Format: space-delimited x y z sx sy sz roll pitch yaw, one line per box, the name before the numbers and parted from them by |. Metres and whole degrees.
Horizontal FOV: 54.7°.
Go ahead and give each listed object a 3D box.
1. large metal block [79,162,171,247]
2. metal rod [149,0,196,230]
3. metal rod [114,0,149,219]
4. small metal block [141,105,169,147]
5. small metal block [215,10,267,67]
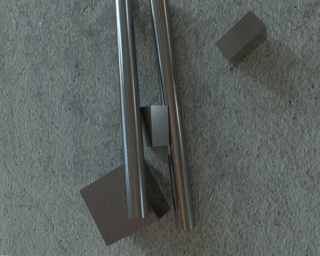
large metal block | -0.045 0.096 0.411 0.080 0.050 0.080 -32 80 17
metal rod | 0.016 -0.021 0.402 0.025 0.025 0.298 -8 88 19
metal rod | -0.038 -0.041 0.391 0.025 0.025 0.299 -10 75 19
small metal block | -0.014 -0.002 0.400 0.050 0.025 0.050 -3 89 55
small metal block | 0.096 -0.102 0.362 0.050 0.050 0.025 -42 77 15
